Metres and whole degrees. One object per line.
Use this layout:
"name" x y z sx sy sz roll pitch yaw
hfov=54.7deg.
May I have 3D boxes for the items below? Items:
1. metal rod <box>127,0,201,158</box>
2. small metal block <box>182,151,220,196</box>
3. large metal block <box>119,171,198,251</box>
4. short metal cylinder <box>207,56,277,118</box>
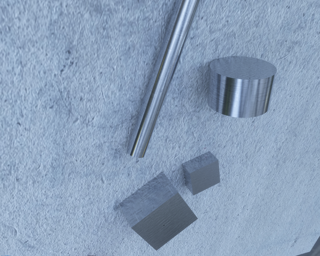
"metal rod" 0.016 -0.097 0.356 0.025 0.025 0.298 6 115 -32
"small metal block" 0.066 0.072 0.489 0.050 0.025 0.050 -23 127 -15
"large metal block" -0.001 0.127 0.470 0.080 0.050 0.080 -37 130 -4
"short metal cylinder" 0.103 -0.055 0.396 0.081 0.080 0.050 -14 125 -21
